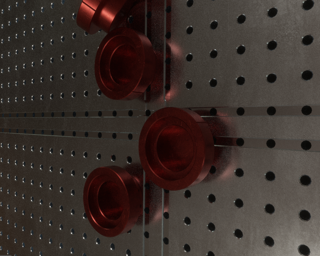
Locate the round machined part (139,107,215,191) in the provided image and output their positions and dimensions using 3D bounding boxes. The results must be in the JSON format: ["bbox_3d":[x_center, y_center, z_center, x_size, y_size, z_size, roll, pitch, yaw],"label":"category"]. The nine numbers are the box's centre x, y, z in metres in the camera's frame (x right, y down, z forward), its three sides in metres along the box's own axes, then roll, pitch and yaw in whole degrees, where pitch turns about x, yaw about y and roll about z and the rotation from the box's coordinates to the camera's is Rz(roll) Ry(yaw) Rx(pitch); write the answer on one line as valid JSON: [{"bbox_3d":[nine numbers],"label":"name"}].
[{"bbox_3d":[0.024,0.024,0.377,0.098,0.042,0.097,0,90,39],"label":"round machined part"}]

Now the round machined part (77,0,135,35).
[{"bbox_3d":[-0.069,-0.170,0.429,0.042,0.098,0.097,35,117,-7],"label":"round machined part"}]

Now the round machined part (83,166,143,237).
[{"bbox_3d":[-0.064,0.103,0.449,0.098,0.042,0.097,0,90,39],"label":"round machined part"}]

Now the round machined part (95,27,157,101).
[{"bbox_3d":[-0.044,-0.087,0.432,0.098,0.042,0.097,0,90,39],"label":"round machined part"}]
